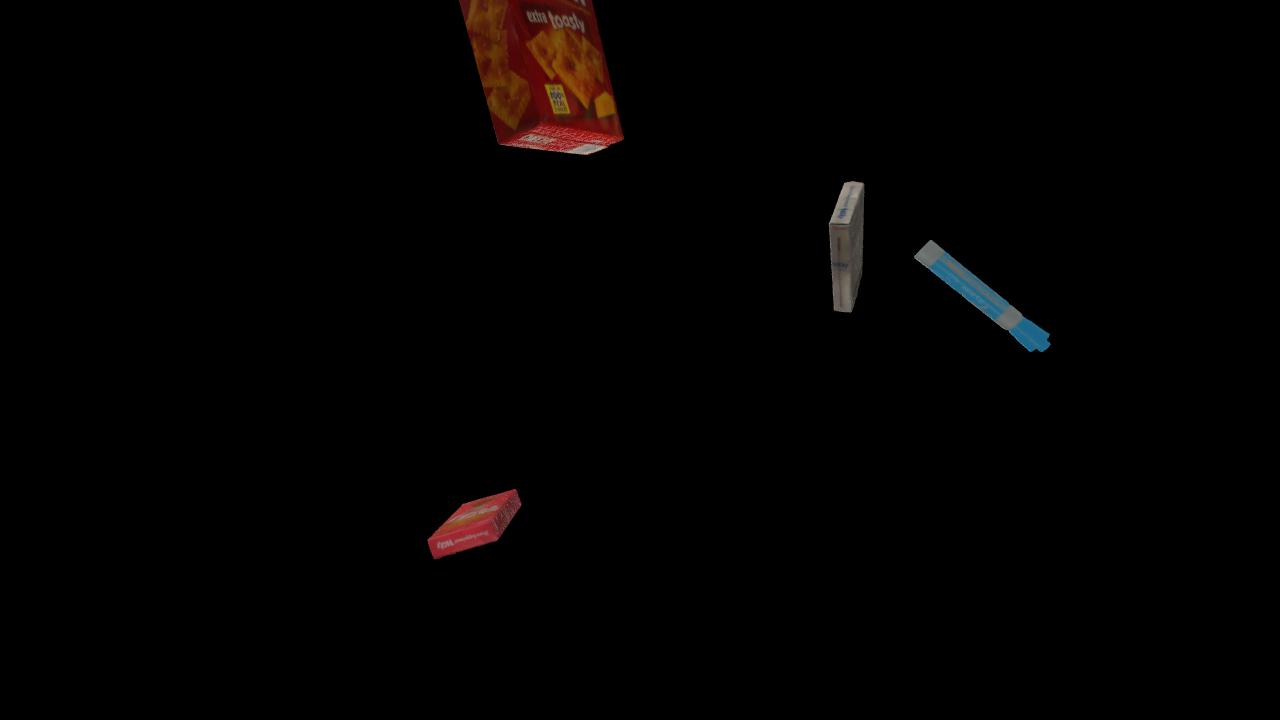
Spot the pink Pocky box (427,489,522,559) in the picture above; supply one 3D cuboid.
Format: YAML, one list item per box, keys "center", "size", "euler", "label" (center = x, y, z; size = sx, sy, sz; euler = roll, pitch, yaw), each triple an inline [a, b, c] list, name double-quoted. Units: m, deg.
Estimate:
- center: [-0.213, 0.213, 0.814]
  size: [0.084, 0.029, 0.155]
  euler: [-17, 3, 1]
  label: "pink Pocky box"

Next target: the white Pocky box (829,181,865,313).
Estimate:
- center: [0.271, -0.143, 0.800]
  size: [0.028, 0.084, 0.154]
  euler: [10, -35, 26]
  label: "white Pocky box"

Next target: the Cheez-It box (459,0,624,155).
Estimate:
- center: [-0.109, -0.349, 0.678]
  size: [0.071, 0.223, 0.166]
  euler: [-11, 6, 32]
  label: "Cheez-It box"

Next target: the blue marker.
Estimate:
- center: [0.273, -0.050, 0.490]
  size: [0.121, 0.020, 0.020]
  euler: [44, 12, 13]
  label: "blue marker"
